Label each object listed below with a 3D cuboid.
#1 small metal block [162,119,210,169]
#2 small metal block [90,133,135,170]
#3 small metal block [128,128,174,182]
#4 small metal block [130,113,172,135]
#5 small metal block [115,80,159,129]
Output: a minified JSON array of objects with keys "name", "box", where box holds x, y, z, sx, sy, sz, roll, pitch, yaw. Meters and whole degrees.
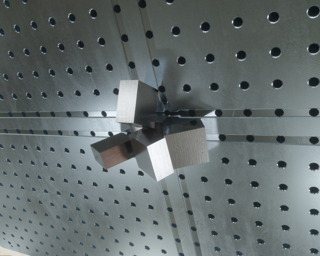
[{"name":"small metal block","box":[0.033,0.021,0.393,0.050,0.025,0.050,-12,116,-1]},{"name":"small metal block","box":[-0.064,0.031,0.435,0.050,0.050,0.025,19,129,61]},{"name":"small metal block","box":[-0.011,0.032,0.390,0.050,0.025,0.050,26,137,55]},{"name":"small metal block","box":[-0.009,0.008,0.422,0.050,0.025,0.050,3,120,27]},{"name":"small metal block","box":[-0.027,-0.028,0.379,0.025,0.050,0.050,3,84,27]}]
